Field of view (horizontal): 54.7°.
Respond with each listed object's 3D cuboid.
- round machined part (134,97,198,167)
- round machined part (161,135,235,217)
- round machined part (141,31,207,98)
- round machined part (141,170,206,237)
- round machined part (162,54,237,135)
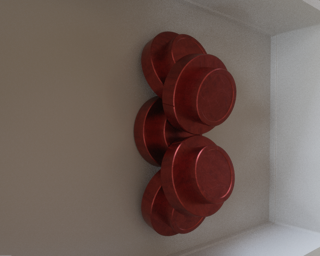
[{"bbox_3d":[0.018,0.004,0.408,0.099,0.042,0.097,1,88,-40],"label":"round machined part"},{"bbox_3d":[0.052,0.056,0.371,0.099,0.042,0.098,11,72,-38],"label":"round machined part"},{"bbox_3d":[0.028,-0.082,0.402,0.099,0.042,0.098,16,64,-35],"label":"round machined part"},{"bbox_3d":[0.028,0.096,0.399,0.099,0.042,0.097,-15,114,-36],"label":"round machined part"},{"bbox_3d":[0.054,-0.039,0.372,0.099,0.042,0.097,-13,110,-37],"label":"round machined part"}]
